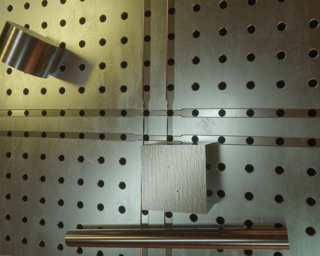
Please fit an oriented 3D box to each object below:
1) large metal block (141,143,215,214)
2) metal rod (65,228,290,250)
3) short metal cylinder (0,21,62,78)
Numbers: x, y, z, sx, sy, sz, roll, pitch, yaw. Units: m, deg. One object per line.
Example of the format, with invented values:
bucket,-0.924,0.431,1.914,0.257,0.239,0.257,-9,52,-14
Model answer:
large metal block,0.024,0.060,0.391,0.080,0.050,0.080,-1,90,20
metal rod,0.008,0.146,0.409,0.301,0.025,0.025,-7,88,19
short metal cylinder,-0.191,-0.113,0.451,0.080,0.080,0.050,31,100,17
